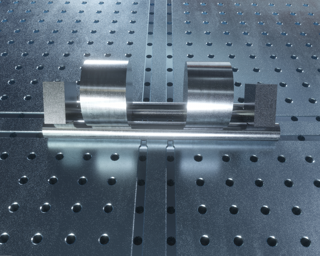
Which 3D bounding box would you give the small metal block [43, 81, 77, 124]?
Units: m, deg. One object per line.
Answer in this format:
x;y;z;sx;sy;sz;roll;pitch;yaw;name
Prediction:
-0.124;-0.033;0.389;0.025;0.050;0.050;0;8;1;small metal block

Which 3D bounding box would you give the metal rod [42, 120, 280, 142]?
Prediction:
0.002;0.003;0.405;0.302;0.025;0.025;1;50;0;metal rod

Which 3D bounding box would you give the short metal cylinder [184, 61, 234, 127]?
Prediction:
0.056;-0.041;0.378;0.050;0.080;0.080;1;50;0;short metal cylinder

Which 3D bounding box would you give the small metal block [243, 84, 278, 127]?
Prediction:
0.124;-0.030;0.388;0.025;0.050;0.050;0;9;1;small metal block

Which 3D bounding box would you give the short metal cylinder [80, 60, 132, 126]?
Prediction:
-0.062;-0.042;0.379;0.050;0.080;0.080;1;50;0;short metal cylinder

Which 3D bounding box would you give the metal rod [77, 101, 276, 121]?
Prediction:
0.005;-0.023;0.427;0.302;0.025;0.025;1;50;0;metal rod
